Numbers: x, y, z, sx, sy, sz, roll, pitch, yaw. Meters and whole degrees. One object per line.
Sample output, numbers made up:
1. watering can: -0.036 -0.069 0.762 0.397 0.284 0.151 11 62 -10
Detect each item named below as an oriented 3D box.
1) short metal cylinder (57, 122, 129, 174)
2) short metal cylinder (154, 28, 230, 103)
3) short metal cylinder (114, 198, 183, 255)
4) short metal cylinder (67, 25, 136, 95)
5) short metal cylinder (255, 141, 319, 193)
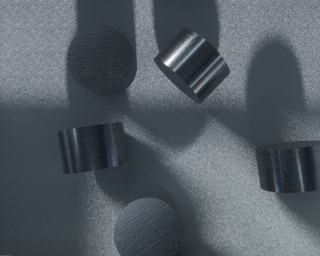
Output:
1. short metal cylinder: -0.082 0.023 0.383 0.080 0.080 0.050 -9 90 0
2. short metal cylinder: 0.039 -0.076 0.384 0.080 0.080 0.050 43 90 0
3. short metal cylinder: -0.014 0.132 0.384 0.081 0.050 0.080 1 66 -2
4. short metal cylinder: -0.072 -0.084 0.398 0.081 0.050 0.080 0 90 0
5. short metal cylinder: 0.163 0.046 0.385 0.080 0.080 0.050 -8 90 0
